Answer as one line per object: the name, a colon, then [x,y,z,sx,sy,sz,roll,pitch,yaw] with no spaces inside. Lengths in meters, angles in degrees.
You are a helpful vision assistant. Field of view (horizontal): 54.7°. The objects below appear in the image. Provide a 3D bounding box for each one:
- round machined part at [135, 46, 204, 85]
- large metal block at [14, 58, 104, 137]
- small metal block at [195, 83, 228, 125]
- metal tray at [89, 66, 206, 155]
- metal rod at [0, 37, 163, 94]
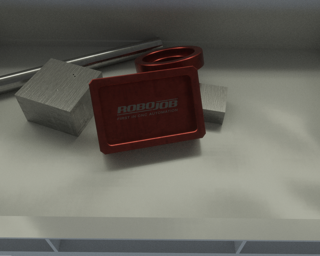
round machined part: [0.015,-0.086,0.451,0.099,0.042,0.098,-9,26,4]
large metal block: [-0.131,-0.043,0.424,0.080,0.050,0.080,17,52,13]
small metal block: [0.067,-0.035,0.436,0.050,0.025,0.050,10,51,7]
metal tray: [-0.015,-0.023,0.385,0.131,0.089,0.030,-9,6,-8]
metal rod: [-0.138,-0.095,0.483,0.302,0.025,0.025,-19,53,-16]
